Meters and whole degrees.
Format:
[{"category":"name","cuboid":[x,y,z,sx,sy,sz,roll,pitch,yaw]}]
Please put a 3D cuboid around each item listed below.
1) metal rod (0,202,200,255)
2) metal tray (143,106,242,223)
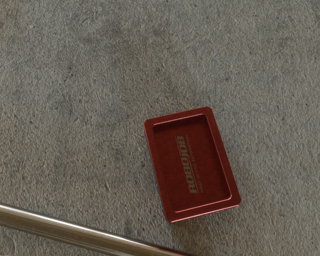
[{"category":"metal rod","cuboid":[-0.076,0.129,0.359,0.302,0.025,0.025,14,71,4]},{"category":"metal tray","cuboid":[0.037,0.044,0.389,0.091,0.030,0.130,-13,71,-5]}]
